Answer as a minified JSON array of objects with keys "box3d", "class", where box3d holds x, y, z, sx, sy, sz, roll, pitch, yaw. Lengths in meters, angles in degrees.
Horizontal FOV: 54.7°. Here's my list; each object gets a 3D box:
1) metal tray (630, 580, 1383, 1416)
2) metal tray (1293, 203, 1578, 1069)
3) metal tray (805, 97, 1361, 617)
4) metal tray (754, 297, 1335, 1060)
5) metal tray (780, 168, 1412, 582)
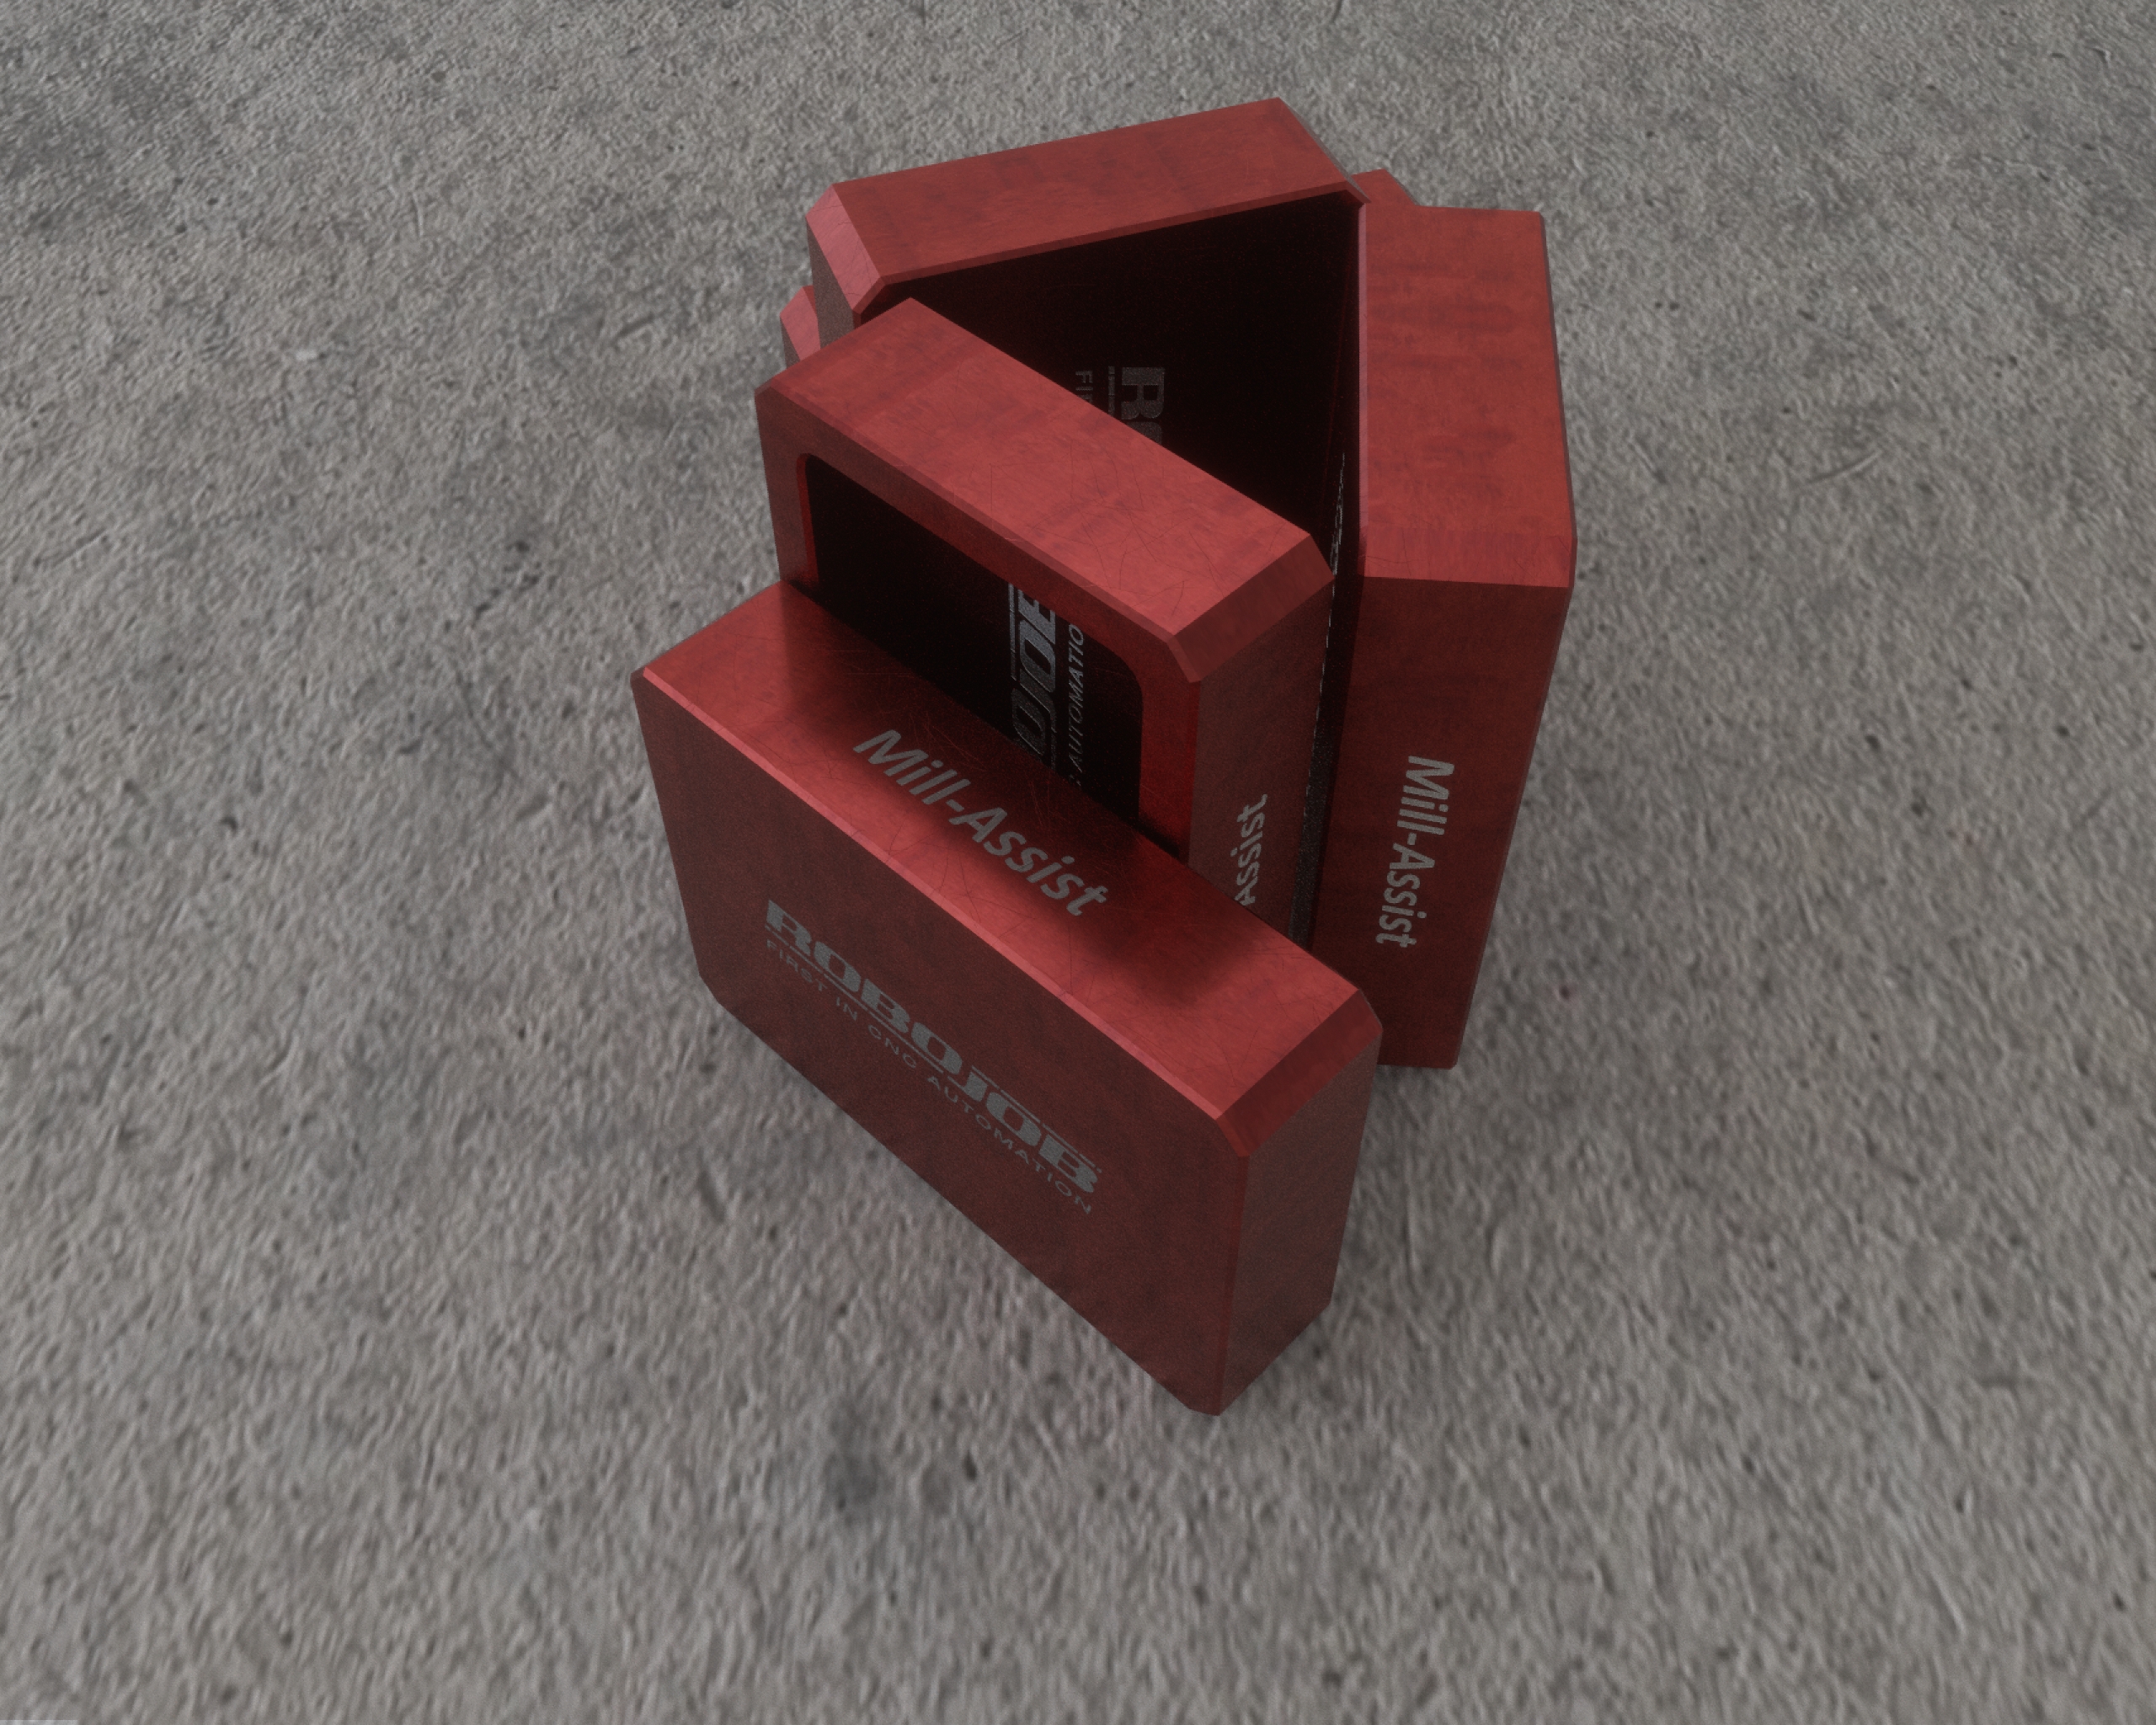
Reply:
[{"box3d":[-0.014,0.022,0.342,0.130,0.090,0.030,36,59,26],"class":"metal tray"},{"box3d":[0.058,-0.035,0.365,0.030,0.129,0.090,4,50,3],"class":"metal tray"},{"box3d":[0.002,-0.071,0.395,0.091,0.129,0.030,-16,52,-13],"class":"metal tray"},{"box3d":[-0.007,-0.018,0.349,0.090,0.129,0.030,36,59,26],"class":"metal tray"},{"box3d":[0.010,-0.085,0.432,0.131,0.089,0.030,-16,52,-13],"class":"metal tray"}]
